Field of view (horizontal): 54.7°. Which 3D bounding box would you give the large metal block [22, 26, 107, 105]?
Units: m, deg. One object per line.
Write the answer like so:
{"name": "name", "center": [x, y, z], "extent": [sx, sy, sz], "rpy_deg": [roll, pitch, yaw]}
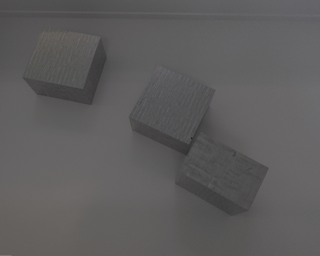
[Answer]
{"name": "large metal block", "center": [-0.127, -0.085, 0.426], "extent": [0.080, 0.050, 0.080], "rpy_deg": [12, 70, 4]}

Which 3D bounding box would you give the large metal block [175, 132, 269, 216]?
{"name": "large metal block", "center": [0.067, 0.057, 0.360], "extent": [0.080, 0.080, 0.050], "rpy_deg": [29, 73, 10]}

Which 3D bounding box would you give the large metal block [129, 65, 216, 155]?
{"name": "large metal block", "center": [0.016, -0.022, 0.404], "extent": [0.080, 0.050, 0.080], "rpy_deg": [25, 72, 8]}
